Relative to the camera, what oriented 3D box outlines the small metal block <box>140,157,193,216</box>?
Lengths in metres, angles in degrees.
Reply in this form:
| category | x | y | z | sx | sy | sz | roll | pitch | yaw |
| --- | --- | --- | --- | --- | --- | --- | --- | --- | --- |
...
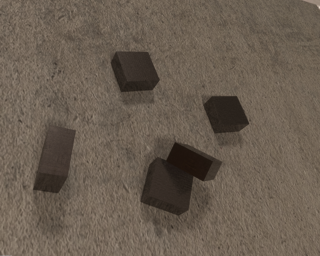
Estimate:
| category | x | y | z | sx | sy | sz | roll | pitch | yaw |
| --- | --- | --- | --- | --- | --- | --- | --- | --- | --- |
| small metal block | 0.010 | 0.069 | 0.368 | 0.050 | 0.025 | 0.050 | 24 | 53 | -14 |

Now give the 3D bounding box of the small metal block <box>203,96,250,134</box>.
| category | x | y | z | sx | sy | sz | roll | pitch | yaw |
| --- | --- | --- | --- | --- | --- | --- | --- | --- | --- |
| small metal block | 0.101 | -0.021 | 0.473 | 0.050 | 0.025 | 0.050 | -4 | 64 | -30 |

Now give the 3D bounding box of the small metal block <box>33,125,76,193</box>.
| category | x | y | z | sx | sy | sz | roll | pitch | yaw |
| --- | --- | --- | --- | --- | --- | --- | --- | --- | --- |
| small metal block | -0.106 | 0.032 | 0.311 | 0.025 | 0.050 | 0.050 | 14 | 56 | -21 |

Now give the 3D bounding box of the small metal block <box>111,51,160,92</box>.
| category | x | y | z | sx | sy | sz | roll | pitch | yaw |
| --- | --- | --- | --- | --- | --- | --- | --- | --- | --- |
| small metal block | -0.035 | -0.080 | 0.435 | 0.050 | 0.025 | 0.050 | -8 | 66 | -32 |

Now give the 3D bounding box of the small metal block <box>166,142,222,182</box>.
| category | x | y | z | sx | sy | sz | roll | pitch | yaw |
| --- | --- | --- | --- | --- | --- | --- | --- | --- | --- |
| small metal block | 0.043 | 0.041 | 0.375 | 0.050 | 0.025 | 0.050 | 27 | 4 | 24 |
